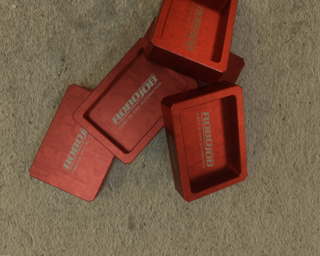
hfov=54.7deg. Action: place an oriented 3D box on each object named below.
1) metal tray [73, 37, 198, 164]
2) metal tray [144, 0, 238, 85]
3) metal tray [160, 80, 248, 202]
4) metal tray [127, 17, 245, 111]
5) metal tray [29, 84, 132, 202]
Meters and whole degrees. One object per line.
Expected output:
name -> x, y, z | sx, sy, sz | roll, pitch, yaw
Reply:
metal tray -> -0.029, -0.032, 0.378 | 0.090, 0.030, 0.130 | 41, 90, -1
metal tray -> 0.041, -0.125, 0.375 | 0.091, 0.030, 0.130 | 20, 62, -10
metal tray -> 0.057, 0.017, 0.375 | 0.091, 0.030, 0.129 | -17, 115, -16
metal tray -> 0.032, -0.076, 0.409 | 0.131, 0.030, 0.090 | 27, 90, -1
metal tray -> -0.100, 0.019, 0.407 | 0.090, 0.030, 0.129 | 25, 90, -1
